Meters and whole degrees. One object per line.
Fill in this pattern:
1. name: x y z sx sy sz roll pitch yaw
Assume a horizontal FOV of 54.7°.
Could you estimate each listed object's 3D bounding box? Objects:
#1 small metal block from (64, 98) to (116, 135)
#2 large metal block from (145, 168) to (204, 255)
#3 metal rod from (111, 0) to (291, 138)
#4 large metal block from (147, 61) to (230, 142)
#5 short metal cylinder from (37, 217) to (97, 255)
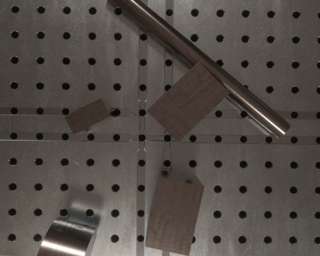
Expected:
1. small metal block: -0.088 -0.014 0.400 0.050 0.050 0.025 -28 90 0
2. large metal block: 0.016 0.099 0.386 0.050 0.080 0.080 13 90 0
3. metal rod: 0.050 -0.092 0.413 0.300 0.025 0.025 39 90 -1
4. large metal block: 0.032 -0.030 0.386 0.080 0.080 0.050 -44 91 0
5. short metal cylinder: -0.116 0.158 0.385 0.050 0.080 0.080 16 90 0
